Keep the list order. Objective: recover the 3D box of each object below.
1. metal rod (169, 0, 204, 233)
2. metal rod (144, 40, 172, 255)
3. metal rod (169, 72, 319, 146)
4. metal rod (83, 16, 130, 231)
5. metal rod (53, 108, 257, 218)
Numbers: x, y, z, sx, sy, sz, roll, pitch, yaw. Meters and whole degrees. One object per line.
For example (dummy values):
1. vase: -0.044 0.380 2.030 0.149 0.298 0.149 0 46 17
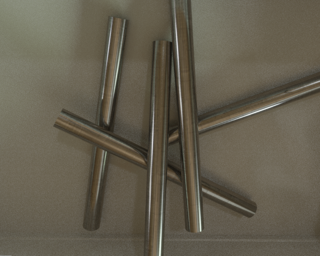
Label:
1. metal rod: 0.034 -0.014 0.381 0.025 0.025 0.298 -4 101 1
2. metal rod: -0.003 0.046 0.383 0.025 0.025 0.298 2 93 -1
3. metal rod: 0.130 -0.032 0.400 0.301 0.025 0.025 -20 109 7
4. metal rod: -0.075 0.008 0.413 0.025 0.025 0.298 10 110 -4
5. metal rod: 0.006 0.054 0.414 0.301 0.025 0.025 27 108 -17
